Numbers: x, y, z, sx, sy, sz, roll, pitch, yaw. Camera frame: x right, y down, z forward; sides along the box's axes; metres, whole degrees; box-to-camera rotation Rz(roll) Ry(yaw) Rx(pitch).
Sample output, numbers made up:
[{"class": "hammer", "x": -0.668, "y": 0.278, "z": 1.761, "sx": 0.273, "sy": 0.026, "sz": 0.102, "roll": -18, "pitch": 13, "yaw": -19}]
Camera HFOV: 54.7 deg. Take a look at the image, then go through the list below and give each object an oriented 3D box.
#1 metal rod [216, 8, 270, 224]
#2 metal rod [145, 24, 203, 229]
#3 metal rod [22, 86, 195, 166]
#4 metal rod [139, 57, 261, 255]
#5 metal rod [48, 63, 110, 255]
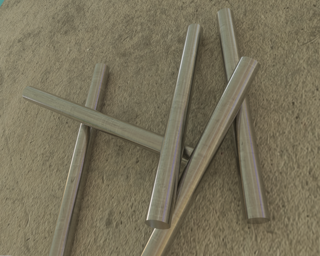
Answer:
[{"class": "metal rod", "x": 0.094, "y": -0.038, "z": 0.377, "sx": 0.025, "sy": 0.025, "sz": 0.299, "roll": -13, "pitch": 56, "yaw": 21}, {"class": "metal rod", "x": 0.025, "y": -0.028, "z": 0.380, "sx": 0.025, "sy": 0.025, "sz": 0.300, "roll": -6, "pitch": 50, "yaw": 25}, {"class": "metal rod", "x": -0.082, "y": -0.009, "z": 0.426, "sx": 0.300, "sy": 0.025, "sz": 0.025, "roll": 20, "pitch": 72, "yaw": 27}, {"class": "metal rod", "x": 0.033, "y": 0.056, "z": 0.332, "sx": 0.025, "sy": 0.025, "sz": 0.299, "roll": 22, "pitch": 79, "yaw": 36}, {"class": "metal rod", "x": -0.109, "y": 0.030, "z": 0.442, "sx": 0.025, "sy": 0.025, "sz": 0.299, "roll": -8, "pitch": 58, "yaw": 24}]
